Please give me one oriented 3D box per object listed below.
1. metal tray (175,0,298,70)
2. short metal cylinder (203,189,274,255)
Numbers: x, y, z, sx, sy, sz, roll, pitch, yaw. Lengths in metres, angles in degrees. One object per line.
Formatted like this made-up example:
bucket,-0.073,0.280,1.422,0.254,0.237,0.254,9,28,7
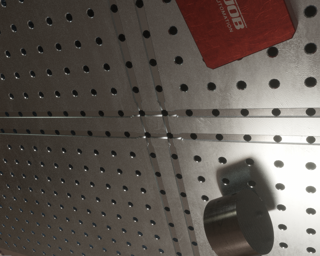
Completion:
metal tray,0.063,-0.132,0.293,0.090,0.030,0.130,-18,110,34
short metal cylinder,0.102,0.125,0.399,0.050,0.080,0.080,-31,101,38
